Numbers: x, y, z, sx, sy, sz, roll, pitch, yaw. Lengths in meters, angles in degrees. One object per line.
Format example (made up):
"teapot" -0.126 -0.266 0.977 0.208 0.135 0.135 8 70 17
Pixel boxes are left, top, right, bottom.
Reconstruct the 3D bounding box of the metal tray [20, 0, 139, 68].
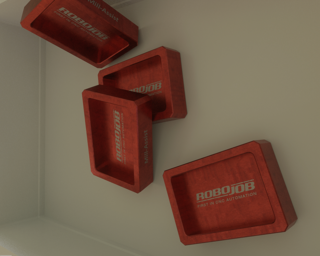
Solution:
"metal tray" -0.105 -0.137 0.420 0.090 0.131 0.030 -21 58 38

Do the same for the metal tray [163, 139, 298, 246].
"metal tray" 0.070 0.074 0.344 0.130 0.030 0.090 -25 75 37

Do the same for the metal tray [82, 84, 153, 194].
"metal tray" -0.055 0.014 0.412 0.090 0.030 0.129 15 119 30

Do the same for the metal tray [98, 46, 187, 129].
"metal tray" -0.029 -0.048 0.425 0.130 0.030 0.089 -10 83 39
